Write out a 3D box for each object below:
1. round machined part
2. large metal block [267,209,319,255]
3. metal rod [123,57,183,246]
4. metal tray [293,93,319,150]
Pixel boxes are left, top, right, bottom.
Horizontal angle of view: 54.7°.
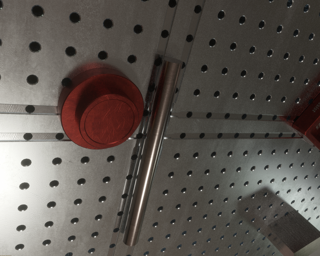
[{"bbox_3d":[-0.064,-0.016,0.357,0.099,0.042,0.097,-14,125,-21],"label":"round machined part"},{"bbox_3d":[0.301,0.244,0.695,0.081,0.080,0.050,-24,128,-14],"label":"large metal block"},{"bbox_3d":[-0.016,0.050,0.434,0.025,0.025,0.298,-1,119,-28],"label":"metal rod"},{"bbox_3d":[0.312,-0.029,0.564,0.090,0.030,0.130,32,101,-39],"label":"metal tray"}]
